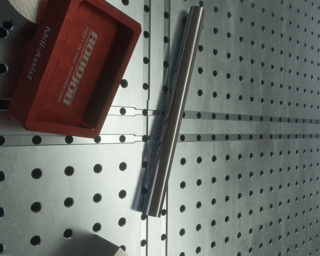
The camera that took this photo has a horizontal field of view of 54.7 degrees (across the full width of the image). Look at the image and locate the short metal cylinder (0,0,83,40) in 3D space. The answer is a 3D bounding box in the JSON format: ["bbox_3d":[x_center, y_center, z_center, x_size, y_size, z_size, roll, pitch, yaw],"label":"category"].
[{"bbox_3d":[-0.117,-0.130,0.296,0.081,0.050,0.079,0,90,-40],"label":"short metal cylinder"}]

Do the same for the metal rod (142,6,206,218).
[{"bbox_3d":[0.022,-0.030,0.429,0.025,0.025,0.299,22,76,-38],"label":"metal rod"}]

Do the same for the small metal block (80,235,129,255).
[{"bbox_3d":[-0.066,0.152,0.340,0.050,0.050,0.025,-50,120,-28],"label":"small metal block"}]

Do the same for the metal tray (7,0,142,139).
[{"bbox_3d":[-0.077,-0.058,0.298,0.090,0.030,0.129,13,102,-56],"label":"metal tray"}]
